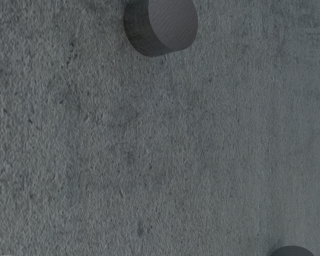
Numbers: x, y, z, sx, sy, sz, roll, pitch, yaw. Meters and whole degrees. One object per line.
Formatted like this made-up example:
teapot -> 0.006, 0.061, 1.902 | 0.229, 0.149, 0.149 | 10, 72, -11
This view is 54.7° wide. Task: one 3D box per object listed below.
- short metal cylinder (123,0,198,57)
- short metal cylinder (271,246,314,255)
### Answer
short metal cylinder -> 0.002, -0.133, 0.389 | 0.081, 0.050, 0.080 | 0, 90, -40
short metal cylinder -> 0.253, 0.269, 0.581 | 0.081, 0.080, 0.050 | -29, 108, -36
